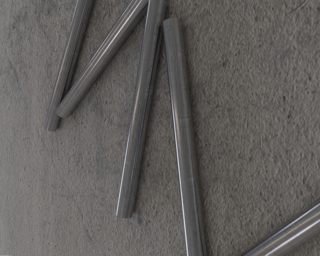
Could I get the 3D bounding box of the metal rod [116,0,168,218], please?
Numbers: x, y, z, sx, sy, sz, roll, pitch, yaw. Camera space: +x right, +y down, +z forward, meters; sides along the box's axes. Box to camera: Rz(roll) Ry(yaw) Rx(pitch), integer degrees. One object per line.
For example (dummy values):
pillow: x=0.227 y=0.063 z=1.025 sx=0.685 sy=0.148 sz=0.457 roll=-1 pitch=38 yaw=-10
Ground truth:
metal rod: x=-0.027 y=-0.021 z=0.427 sx=0.025 sy=0.025 sz=0.298 roll=16 pitch=100 yaw=39

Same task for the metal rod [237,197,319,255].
metal rod: x=0.133 y=0.096 z=0.294 sx=0.298 sy=0.025 sz=0.025 roll=-50 pitch=61 yaw=28

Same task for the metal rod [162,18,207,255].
metal rod: x=0.030 y=0.014 z=0.380 sx=0.025 sy=0.025 sz=0.298 roll=-9 pitch=84 yaw=39

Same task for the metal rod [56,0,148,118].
metal rod: x=-0.080 y=-0.118 z=0.471 sx=0.299 sy=0.025 sz=0.025 roll=-45 pitch=63 yaw=30

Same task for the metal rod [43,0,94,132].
metal rod: x=-0.151 y=-0.132 z=0.529 sx=0.025 sy=0.025 sz=0.298 roll=34 pitch=111 yaw=35
